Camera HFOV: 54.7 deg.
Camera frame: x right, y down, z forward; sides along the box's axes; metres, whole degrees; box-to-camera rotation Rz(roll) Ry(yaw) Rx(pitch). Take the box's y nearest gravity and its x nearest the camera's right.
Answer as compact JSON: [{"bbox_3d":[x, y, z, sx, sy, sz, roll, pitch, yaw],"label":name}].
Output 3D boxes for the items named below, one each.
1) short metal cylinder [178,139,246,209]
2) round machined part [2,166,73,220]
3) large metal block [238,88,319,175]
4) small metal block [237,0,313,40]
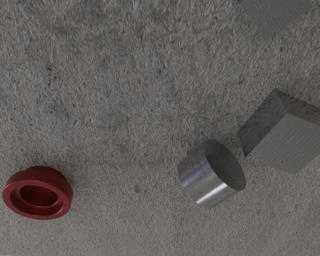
[{"bbox_3d":[0.071,0.062,0.425,0.080,0.080,0.050,32,123,-25],"label":"short metal cylinder"},{"bbox_3d":[-0.183,0.096,0.476,0.099,0.042,0.097,0,130,0],"label":"round machined part"},{"bbox_3d":[0.161,0.007,0.399,0.080,0.050,0.079,20,127,-16],"label":"large metal block"},{"bbox_3d":[0.110,-0.124,0.303,0.050,0.025,0.050,-35,122,26],"label":"small metal block"}]
